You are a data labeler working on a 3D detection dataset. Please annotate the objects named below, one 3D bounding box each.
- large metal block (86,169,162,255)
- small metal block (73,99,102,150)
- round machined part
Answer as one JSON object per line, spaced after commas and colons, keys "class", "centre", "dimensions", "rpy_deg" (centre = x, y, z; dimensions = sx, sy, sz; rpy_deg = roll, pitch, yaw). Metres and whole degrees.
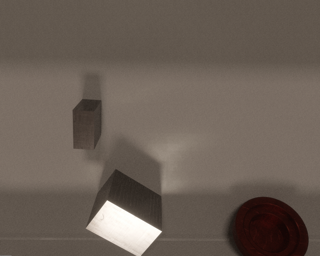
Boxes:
{"class": "large metal block", "centre": [-0.045, 0.113, 0.423], "dimensions": [0.080, 0.080, 0.050], "rpy_deg": [33, 107, -12]}
{"class": "small metal block", "centre": [-0.092, -0.006, 0.395], "dimensions": [0.025, 0.050, 0.050], "rpy_deg": [4, 110, -2]}
{"class": "round machined part", "centre": [0.152, 0.151, 0.438], "dimensions": [0.099, 0.098, 0.042], "rpy_deg": [2, 140, -1]}
